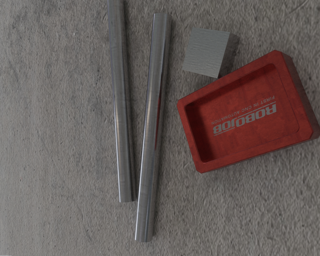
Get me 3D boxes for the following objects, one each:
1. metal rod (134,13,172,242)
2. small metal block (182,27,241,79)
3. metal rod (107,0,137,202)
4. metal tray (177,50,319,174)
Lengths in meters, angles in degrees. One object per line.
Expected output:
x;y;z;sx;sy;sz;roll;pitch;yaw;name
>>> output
-0.010;0.003;0.412;0.025;0.025;0.298;9;95;39;metal rod
0.058;-0.085;0.357;0.050;0.025;0.050;23;104;37;small metal block
-0.056;-0.045;0.451;0.025;0.025;0.298;-7;86;40;metal rod
0.086;-0.012;0.330;0.130;0.030;0.090;-25;74;37;metal tray
